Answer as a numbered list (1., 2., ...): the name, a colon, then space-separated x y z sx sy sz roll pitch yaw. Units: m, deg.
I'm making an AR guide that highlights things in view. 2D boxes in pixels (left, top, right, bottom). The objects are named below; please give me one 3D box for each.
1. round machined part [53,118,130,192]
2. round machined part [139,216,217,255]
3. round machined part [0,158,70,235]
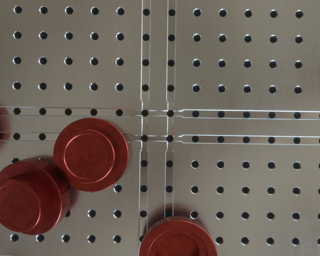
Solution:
1. round machined part: -0.090 0.035 0.404 0.099 0.042 0.097 0 90 0
2. round machined part: 0.023 0.163 0.405 0.099 0.042 0.097 0 90 0
3. round machined part: -0.169 0.091 0.391 0.098 0.042 0.097 2 100 13
